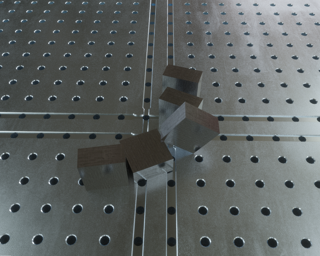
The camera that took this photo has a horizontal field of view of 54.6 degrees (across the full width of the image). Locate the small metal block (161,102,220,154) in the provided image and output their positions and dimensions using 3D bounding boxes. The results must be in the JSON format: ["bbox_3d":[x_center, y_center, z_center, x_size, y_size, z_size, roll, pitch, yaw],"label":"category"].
[{"bbox_3d":[0.036,0.001,0.378,0.050,0.050,0.025,24,45,-24],"label":"small metal block"}]

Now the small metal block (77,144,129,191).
[{"bbox_3d":[-0.063,0.045,0.353,0.050,0.050,0.025,-6,51,-5],"label":"small metal block"}]

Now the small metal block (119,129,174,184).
[{"bbox_3d":[-0.017,0.034,0.379,0.050,0.025,0.050,-18,52,-15],"label":"small metal block"}]

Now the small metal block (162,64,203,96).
[{"bbox_3d":[0.031,-0.059,0.441,0.050,0.050,0.025,14,52,12],"label":"small metal block"}]

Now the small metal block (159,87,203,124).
[{"bbox_3d":[0.027,-0.021,0.410,0.050,0.050,0.025,21,53,17],"label":"small metal block"}]
